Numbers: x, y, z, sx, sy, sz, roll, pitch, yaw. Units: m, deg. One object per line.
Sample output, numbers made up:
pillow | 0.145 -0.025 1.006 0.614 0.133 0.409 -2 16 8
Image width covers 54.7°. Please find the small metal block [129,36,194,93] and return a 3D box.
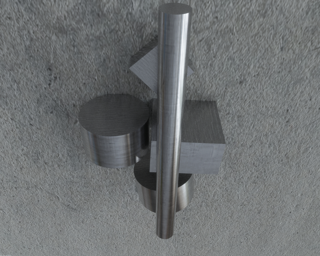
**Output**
small metal block | 0.002 -0.071 0.347 0.050 0.025 0.050 -34 123 25

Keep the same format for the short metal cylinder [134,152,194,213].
short metal cylinder | 0.007 0.072 0.432 0.080 0.080 0.050 -4 130 3

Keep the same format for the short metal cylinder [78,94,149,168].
short metal cylinder | -0.053 0.002 0.372 0.081 0.080 0.050 1 130 -1

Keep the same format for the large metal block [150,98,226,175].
large metal block | 0.029 0.009 0.379 0.081 0.080 0.050 3 130 -3

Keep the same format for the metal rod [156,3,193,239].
metal rod | 0.009 0.026 0.323 0.025 0.025 0.298 1 130 -1
